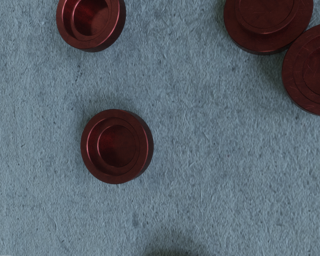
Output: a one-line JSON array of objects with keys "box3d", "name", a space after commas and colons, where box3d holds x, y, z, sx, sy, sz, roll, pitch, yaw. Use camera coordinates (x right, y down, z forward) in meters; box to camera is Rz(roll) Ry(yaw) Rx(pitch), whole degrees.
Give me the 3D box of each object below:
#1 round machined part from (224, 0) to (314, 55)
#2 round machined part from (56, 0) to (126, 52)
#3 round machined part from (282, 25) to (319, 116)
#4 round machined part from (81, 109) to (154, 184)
[{"box3d": [0.123, -0.137, 0.356, 0.098, 0.042, 0.097, 0, 90, 20], "name": "round machined part"}, {"box3d": [-0.091, -0.154, 0.432, 0.098, 0.042, 0.097, 0, 90, 20], "name": "round machined part"}, {"box3d": [0.184, -0.060, 0.335, 0.098, 0.042, 0.097, 0, 90, 20], "name": "round machined part"}, {"box3d": [-0.054, 0.024, 0.419, 0.098, 0.042, 0.097, 0, 90, 20], "name": "round machined part"}]
